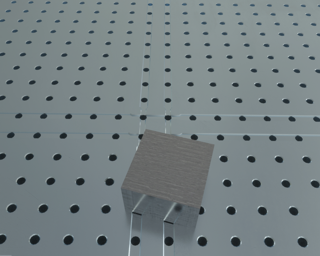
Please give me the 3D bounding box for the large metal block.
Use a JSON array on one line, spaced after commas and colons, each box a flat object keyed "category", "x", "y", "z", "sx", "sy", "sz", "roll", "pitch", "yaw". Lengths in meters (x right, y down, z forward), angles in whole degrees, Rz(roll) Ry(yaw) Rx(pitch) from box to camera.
[{"category": "large metal block", "x": 0.011, "y": 0.055, "z": 0.345, "sx": 0.080, "sy": 0.050, "sz": 0.080, "roll": 13, "pitch": 51, "yaw": 10}]
